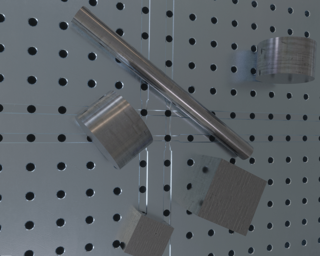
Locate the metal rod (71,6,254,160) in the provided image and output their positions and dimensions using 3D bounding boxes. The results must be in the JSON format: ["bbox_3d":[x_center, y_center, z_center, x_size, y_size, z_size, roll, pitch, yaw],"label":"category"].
[{"bbox_3d":[0.015,-0.051,0.418,0.301,0.025,0.025,37,78,-16],"label":"metal rod"}]

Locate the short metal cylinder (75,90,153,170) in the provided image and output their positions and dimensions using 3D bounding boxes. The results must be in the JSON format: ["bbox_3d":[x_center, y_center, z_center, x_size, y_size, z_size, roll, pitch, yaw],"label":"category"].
[{"bbox_3d":[-0.054,0.003,0.364,0.050,0.080,0.080,-40,103,-16],"label":"short metal cylinder"}]

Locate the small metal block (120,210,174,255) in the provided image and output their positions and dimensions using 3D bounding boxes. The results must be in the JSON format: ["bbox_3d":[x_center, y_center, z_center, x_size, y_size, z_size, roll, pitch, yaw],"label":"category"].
[{"bbox_3d":[-0.017,0.143,0.407,0.050,0.025,0.050,28,81,-18],"label":"small metal block"}]

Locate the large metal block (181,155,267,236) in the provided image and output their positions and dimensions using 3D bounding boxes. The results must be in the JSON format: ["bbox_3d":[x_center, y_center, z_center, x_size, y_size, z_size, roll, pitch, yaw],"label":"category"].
[{"bbox_3d":[0.089,0.092,0.433,0.080,0.050,0.080,27,81,-18],"label":"large metal block"}]

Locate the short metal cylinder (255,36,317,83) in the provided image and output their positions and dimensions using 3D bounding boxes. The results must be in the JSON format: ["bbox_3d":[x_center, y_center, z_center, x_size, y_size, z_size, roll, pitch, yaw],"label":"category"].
[{"bbox_3d":[0.182,-0.096,0.451,0.081,0.080,0.050,5,89,-20],"label":"short metal cylinder"}]
